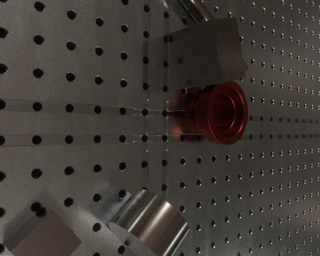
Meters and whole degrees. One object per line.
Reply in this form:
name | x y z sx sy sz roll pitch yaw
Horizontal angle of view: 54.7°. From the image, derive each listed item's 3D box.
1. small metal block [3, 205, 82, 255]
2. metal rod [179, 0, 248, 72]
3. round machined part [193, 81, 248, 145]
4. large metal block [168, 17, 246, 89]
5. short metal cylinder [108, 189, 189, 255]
small metal block | -0.117 0.116 0.313 0.050 0.025 0.050 -46 118 -30
metal rod | 0.045 -0.184 0.448 0.300 0.025 0.025 42 65 -32
round machined part | 0.089 -0.024 0.475 0.099 0.042 0.097 -1 92 -41
large metal block | 0.064 -0.101 0.429 0.050 0.080 0.079 -21 103 -38
short metal cylinder | -0.013 0.118 0.364 0.050 0.080 0.080 -49 119 -29
